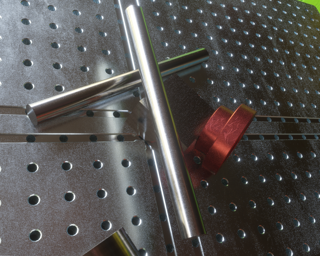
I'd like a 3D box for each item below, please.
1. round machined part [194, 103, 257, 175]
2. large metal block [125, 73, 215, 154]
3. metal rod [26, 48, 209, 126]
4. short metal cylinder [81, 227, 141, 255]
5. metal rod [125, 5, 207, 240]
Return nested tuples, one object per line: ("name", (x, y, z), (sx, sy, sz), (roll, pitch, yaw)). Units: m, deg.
("round machined part", (0.081, 0.009, 0.404), (0.042, 0.097, 0.099), (33, 49, 15))
("large metal block", (0.016, -0.014, 0.411), (0.080, 0.050, 0.080), (44, 51, 2))
("metal rod", (-0.034, -0.069, 0.432), (0.302, 0.025, 0.025), (-27, 77, -37))
("short metal cylinder", (-0.052, 0.130, 0.266), (0.081, 0.080, 0.050), (-27, 77, -37))
("metal rod", (-0.001, -0.026, 0.360), (0.025, 0.025, 0.299), (0, 62, -29))
